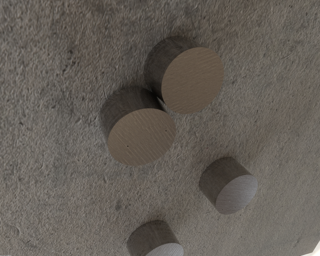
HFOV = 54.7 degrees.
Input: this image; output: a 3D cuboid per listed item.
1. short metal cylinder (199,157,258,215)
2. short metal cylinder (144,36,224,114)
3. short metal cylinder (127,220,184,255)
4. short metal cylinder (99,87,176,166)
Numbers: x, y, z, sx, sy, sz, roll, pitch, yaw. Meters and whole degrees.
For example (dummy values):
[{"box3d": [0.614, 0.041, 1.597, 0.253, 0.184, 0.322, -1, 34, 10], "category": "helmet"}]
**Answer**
[{"box3d": [0.112, 0.095, 0.510, 0.081, 0.050, 0.079, -14, 124, -21], "category": "short metal cylinder"}, {"box3d": [0.027, -0.063, 0.366, 0.081, 0.050, 0.079, -14, 124, -21], "category": "short metal cylinder"}, {"box3d": [-0.008, 0.200, 0.510, 0.081, 0.050, 0.079, -14, 124, -21], "category": "short metal cylinder"}, {"box3d": [-0.027, -0.002, 0.369, 0.081, 0.050, 0.079, -12, 128, -16], "category": "short metal cylinder"}]
